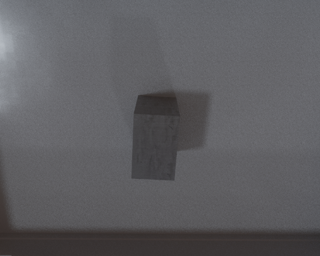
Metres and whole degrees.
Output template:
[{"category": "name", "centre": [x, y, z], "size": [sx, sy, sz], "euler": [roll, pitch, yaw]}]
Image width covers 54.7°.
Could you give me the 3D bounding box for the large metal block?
[{"category": "large metal block", "centre": [-0.006, 0.009, 0.385], "size": [0.050, 0.080, 0.079], "euler": [3, 110, -2]}]
